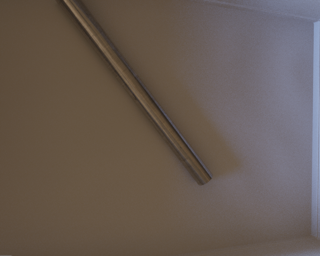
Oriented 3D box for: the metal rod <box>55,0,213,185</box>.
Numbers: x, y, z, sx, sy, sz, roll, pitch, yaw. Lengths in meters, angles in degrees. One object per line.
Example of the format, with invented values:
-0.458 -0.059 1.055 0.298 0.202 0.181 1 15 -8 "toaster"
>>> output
-0.025 -0.044 0.401 0.025 0.025 0.300 -41 103 -16 "metal rod"
